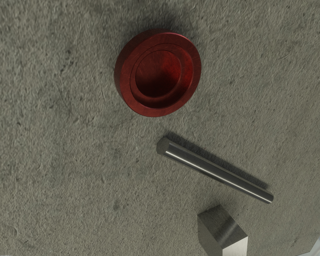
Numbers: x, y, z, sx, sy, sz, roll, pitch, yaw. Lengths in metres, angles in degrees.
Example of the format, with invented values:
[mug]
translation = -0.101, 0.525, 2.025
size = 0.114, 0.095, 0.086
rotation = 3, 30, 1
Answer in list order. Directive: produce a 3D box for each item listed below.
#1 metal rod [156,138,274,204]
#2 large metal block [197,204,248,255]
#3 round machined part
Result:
[metal rod]
translation = 0.108, 0.081, 0.518
size = 0.301, 0.025, 0.025
rotation = 28, 103, -38
[large metal block]
translation = 0.111, 0.201, 0.559
size = 0.050, 0.080, 0.079
rotation = -20, 126, -17
[round machined part]
translation = -0.005, -0.065, 0.354
size = 0.099, 0.042, 0.097
rotation = -14, 125, -21
